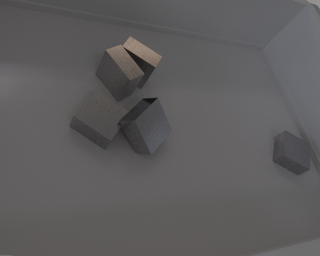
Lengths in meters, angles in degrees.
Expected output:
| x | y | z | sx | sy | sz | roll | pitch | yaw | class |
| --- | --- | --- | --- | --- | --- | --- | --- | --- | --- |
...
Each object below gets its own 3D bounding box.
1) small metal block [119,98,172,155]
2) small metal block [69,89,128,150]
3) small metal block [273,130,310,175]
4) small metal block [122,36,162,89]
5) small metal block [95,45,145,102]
| x | y | z | sx | sy | sz | roll | pitch | yaw | class |
| --- | --- | --- | --- | --- | --- | --- | --- | --- | --- |
| -0.016 | -0.003 | 0.383 | 0.050 | 0.025 | 0.050 | -48 | 126 | -39 | small metal block |
| -0.071 | -0.010 | 0.373 | 0.050 | 0.025 | 0.050 | 35 | 51 | -5 | small metal block |
| 0.210 | 0.039 | 0.494 | 0.050 | 0.025 | 0.050 | 29 | 52 | -10 | small metal block |
| -0.033 | -0.089 | 0.426 | 0.050 | 0.050 | 0.025 | 32 | 51 | -8 | small metal block |
| -0.053 | -0.070 | 0.404 | 0.025 | 0.050 | 0.050 | -32 | 80 | -38 | small metal block |
